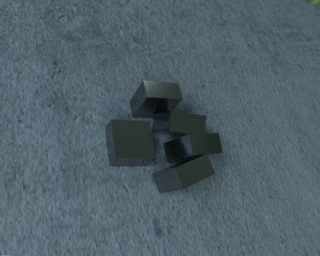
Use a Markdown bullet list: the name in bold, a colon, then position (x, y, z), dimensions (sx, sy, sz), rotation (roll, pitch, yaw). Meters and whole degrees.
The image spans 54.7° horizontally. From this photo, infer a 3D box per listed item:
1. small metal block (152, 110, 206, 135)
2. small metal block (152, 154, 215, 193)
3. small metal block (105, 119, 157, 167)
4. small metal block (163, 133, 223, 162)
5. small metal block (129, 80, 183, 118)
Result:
- **small metal block**: position (0.024, -0.005, 0.401), dimensions (0.050, 0.050, 0.025), rotation (7, 84, -25)
- **small metal block**: position (0.028, 0.054, 0.368), dimensions (0.050, 0.050, 0.025), rotation (-18, 85, -35)
- **small metal block**: position (-0.036, 0.018, 0.374), dimensions (0.050, 0.025, 0.050), rotation (3, 60, -27)
- **small metal block**: position (0.041, 0.025, 0.390), dimensions (0.050, 0.050, 0.025), rotation (-2, 77, -37)
- **small metal block**: position (-0.006, -0.036, 0.408), dimensions (0.050, 0.050, 0.025), rotation (1, 62, -28)
